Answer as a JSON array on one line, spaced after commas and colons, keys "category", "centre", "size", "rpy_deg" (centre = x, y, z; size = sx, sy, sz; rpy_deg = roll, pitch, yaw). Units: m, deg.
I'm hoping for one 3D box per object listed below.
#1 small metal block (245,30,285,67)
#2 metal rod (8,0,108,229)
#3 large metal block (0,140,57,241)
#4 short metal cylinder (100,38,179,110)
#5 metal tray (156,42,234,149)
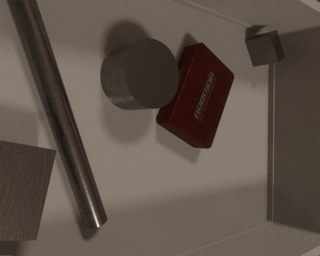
[{"category": "small metal block", "centre": [0.186, -0.140, 0.549], "size": [0.025, 0.050, 0.050], "rpy_deg": [-39, 114, -33]}, {"category": "metal rod", "centre": [-0.109, -0.034, 0.316], "size": [0.025, 0.025, 0.298], "rpy_deg": [-25, 106, -38]}, {"category": "large metal block", "centre": [-0.147, 0.050, 0.268], "size": [0.081, 0.050, 0.080], "rpy_deg": [16, 80, -39]}, {"category": "short metal cylinder", "centre": [-0.023, -0.062, 0.372], "size": [0.081, 0.050, 0.079], "rpy_deg": [0, 90, -40]}, {"category": "metal tray", "centre": [0.056, -0.046, 0.452], "size": [0.090, 0.030, 0.130], "rpy_deg": [34, 69, -35]}]
